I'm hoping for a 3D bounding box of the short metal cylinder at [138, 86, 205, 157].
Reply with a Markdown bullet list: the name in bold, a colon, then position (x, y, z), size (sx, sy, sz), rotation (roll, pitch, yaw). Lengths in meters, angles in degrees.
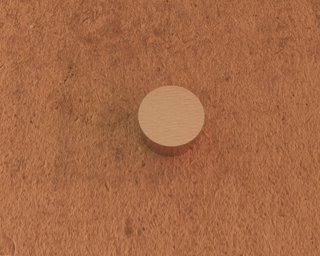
- **short metal cylinder**: position (0.014, -0.008, 0.399), size (0.081, 0.050, 0.080), rotation (0, 70, 0)
